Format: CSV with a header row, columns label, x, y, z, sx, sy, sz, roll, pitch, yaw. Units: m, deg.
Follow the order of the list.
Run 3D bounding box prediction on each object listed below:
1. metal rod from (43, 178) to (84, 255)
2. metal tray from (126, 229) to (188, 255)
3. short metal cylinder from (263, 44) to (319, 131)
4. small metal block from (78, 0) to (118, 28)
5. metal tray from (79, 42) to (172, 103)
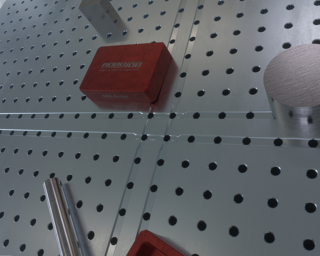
label,x,y,z,sx,sy,sz,roll,pitch,yaw
metal rod,-0.089,0.177,0.346,0.025,0.025,0.300,-36,51,4
metal tray,0.013,0.170,0.293,0.130,0.030,0.090,22,73,36
short metal cylinder,0.158,-0.044,0.336,0.080,0.050,0.080,-13,56,21
small metal block,-0.117,-0.222,0.590,0.050,0.050,0.025,0,62,28
metal tray,-0.055,-0.088,0.488,0.130,0.030,0.090,5,64,30
